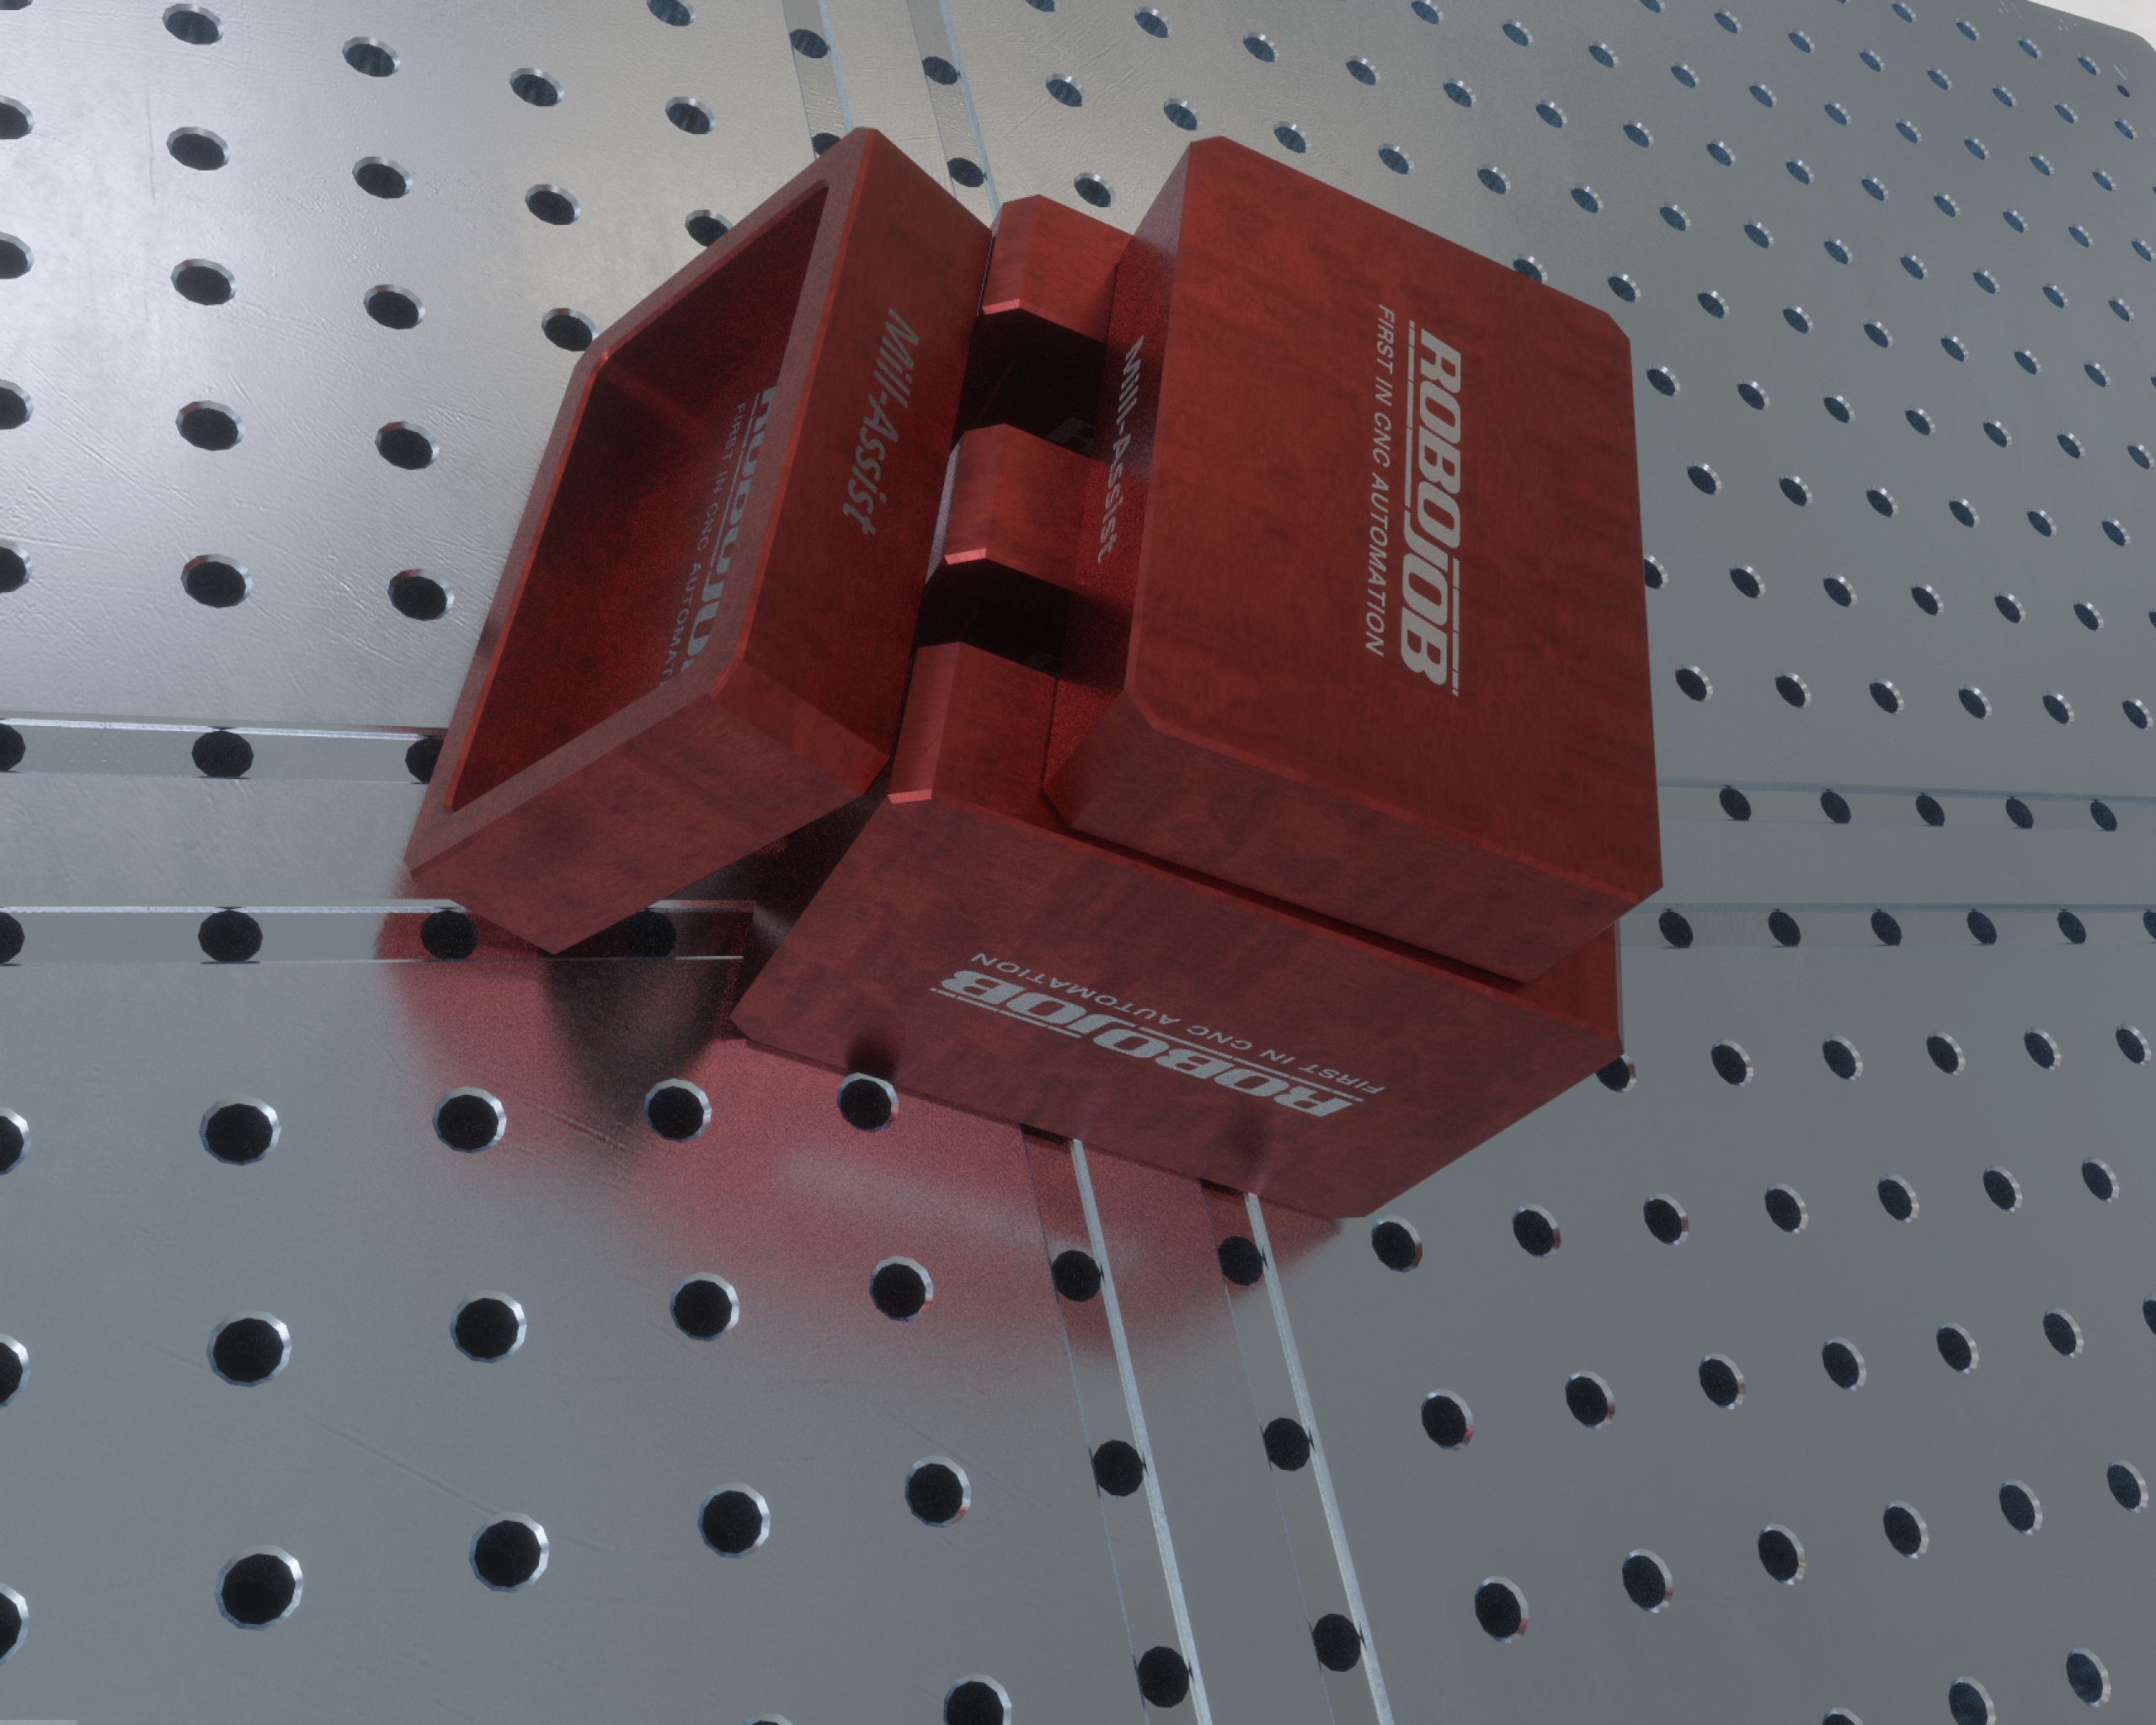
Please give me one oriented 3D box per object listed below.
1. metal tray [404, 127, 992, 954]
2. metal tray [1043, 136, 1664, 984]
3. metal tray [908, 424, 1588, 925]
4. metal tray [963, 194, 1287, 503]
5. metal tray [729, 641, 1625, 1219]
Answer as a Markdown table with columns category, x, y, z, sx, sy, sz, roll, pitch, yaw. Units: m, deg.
| category | x | y | z | sx | sy | sz | roll | pitch | yaw |
| --- | --- | --- | --- | --- | --- | --- | --- | --- | --- |
| metal tray | -0.064 | -0.057 | 0.363 | 0.030 | 0.090 | 0.130 | 35 | 47 | -34 |
| metal tray | 0.048 | -0.053 | 0.346 | 0.091 | 0.030 | 0.130 | 19 | 54 | -17 |
| metal tray | 0.021 | -0.021 | 0.389 | 0.131 | 0.090 | 0.030 | 19 | 53 | -19 |
| metal tray | 0.028 | -0.070 | 0.422 | 0.131 | 0.090 | 0.030 | 19 | 55 | -17 |
| metal tray | 0.016 | 0.018 | 0.363 | 0.131 | 0.090 | 0.030 | 19 | 55 | -17 |
